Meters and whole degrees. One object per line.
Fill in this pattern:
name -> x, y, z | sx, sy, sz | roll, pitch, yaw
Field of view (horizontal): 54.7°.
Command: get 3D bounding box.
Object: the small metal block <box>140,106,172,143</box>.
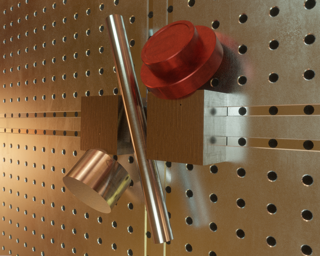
small metal block -> -0.011, -0.004, 0.420 | 0.050, 0.025, 0.050 | 1, 91, 40

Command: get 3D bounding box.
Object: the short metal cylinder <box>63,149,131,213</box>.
short metal cylinder -> -0.088, 0.076, 0.438 | 0.080, 0.050, 0.080 | 23, 145, 18

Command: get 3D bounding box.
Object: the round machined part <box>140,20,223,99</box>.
round machined part -> 0.018, -0.083, 0.352 | 0.098, 0.042, 0.098 | -22, 44, 23

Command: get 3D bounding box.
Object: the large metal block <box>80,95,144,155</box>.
large metal block -> -0.070, -0.005, 0.452 | 0.080, 0.050, 0.079 | 3, 92, 40

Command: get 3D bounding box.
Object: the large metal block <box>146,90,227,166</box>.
large metal block -> 0.031, -0.001, 0.368 | 0.080, 0.050, 0.079 | 1, 91, 40

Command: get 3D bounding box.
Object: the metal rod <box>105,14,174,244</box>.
metal rod -> -0.029, -0.007, 0.400 | 0.025, 0.025, 0.299 | -22, 76, 38
